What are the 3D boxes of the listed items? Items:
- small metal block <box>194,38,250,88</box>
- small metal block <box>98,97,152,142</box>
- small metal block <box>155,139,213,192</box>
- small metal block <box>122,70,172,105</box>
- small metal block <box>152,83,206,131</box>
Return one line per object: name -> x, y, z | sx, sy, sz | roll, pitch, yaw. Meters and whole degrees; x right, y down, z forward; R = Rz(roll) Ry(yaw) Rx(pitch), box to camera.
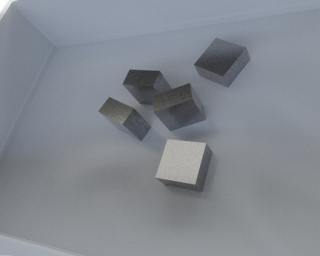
small metal block -> 0.083, -0.088, 0.416 | 0.050, 0.025, 0.050 | 33, 80, 38
small metal block -> -0.047, -0.012, 0.422 | 0.050, 0.050, 0.025 | 26, 76, 37
small metal block -> 0.029, 0.043, 0.364 | 0.050, 0.025, 0.050 | 5, 64, 30
small metal block -> -0.015, -0.055, 0.432 | 0.050, 0.050, 0.025 | 9, 67, 32
small metal block -> 0.025, -0.025, 0.392 | 0.050, 0.050, 0.025 | -18, 55, 18
